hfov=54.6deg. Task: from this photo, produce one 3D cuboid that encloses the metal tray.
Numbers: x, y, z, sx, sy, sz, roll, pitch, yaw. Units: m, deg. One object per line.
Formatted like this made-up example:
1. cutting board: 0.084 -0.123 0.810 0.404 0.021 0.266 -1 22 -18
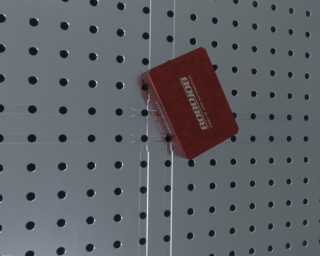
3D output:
1. metal tray: 0.043 -0.033 0.426 0.091 0.030 0.130 -28 99 -18
